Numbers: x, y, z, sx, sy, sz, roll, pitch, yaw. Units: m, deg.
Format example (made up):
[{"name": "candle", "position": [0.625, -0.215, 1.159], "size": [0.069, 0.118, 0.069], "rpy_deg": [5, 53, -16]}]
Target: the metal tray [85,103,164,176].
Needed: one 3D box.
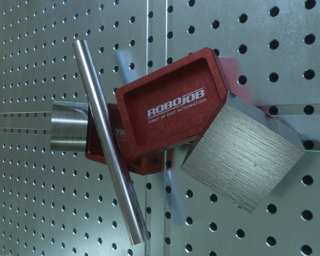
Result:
[{"name": "metal tray", "position": [-0.055, 0.011, 0.451], "size": [0.130, 0.030, 0.089], "rpy_deg": [9, 96, 39]}]

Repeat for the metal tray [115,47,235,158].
[{"name": "metal tray", "position": [0.017, -0.026, 0.367], "size": [0.130, 0.030, 0.090], "rpy_deg": [-22, 76, 20]}]

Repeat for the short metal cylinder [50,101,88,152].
[{"name": "short metal cylinder", "position": [-0.142, -0.002, 0.487], "size": [0.080, 0.050, 0.080], "rpy_deg": [-176, 89, -75]}]

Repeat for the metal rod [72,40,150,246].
[{"name": "metal rod", "position": [-0.073, 0.009, 0.430], "size": [0.025, 0.025, 0.299], "rpy_deg": [-31, 71, 35]}]

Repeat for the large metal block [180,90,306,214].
[{"name": "large metal block", "position": [0.078, 0.022, 0.305], "size": [0.080, 0.050, 0.080], "rpy_deg": [32, 114, 2]}]
